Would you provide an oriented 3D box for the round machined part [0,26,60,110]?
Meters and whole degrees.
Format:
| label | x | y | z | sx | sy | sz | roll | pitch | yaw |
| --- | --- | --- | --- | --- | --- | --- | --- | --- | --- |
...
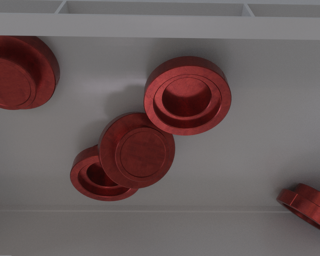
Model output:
| label | x | y | z | sx | sy | sz | roll | pitch | yaw |
| --- | --- | --- | --- | --- | --- | --- | --- | --- | --- |
| round machined part | -0.167 | -0.059 | 0.346 | 0.099 | 0.042 | 0.097 | 0 | 130 | 0 |

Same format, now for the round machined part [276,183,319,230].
| label | x | y | z | sx | sy | sz | roll | pitch | yaw |
| --- | --- | --- | --- | --- | --- | --- | --- | --- | --- |
| round machined part | 0.236 | 0.122 | 0.480 | 0.098 | 0.098 | 0.042 | 37 | 85 | -28 |

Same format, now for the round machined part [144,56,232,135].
| label | x | y | z | sx | sy | sz | roll | pitch | yaw |
| --- | --- | --- | --- | --- | --- | --- | --- | --- | --- |
| round machined part | 0.031 | -0.041 | 0.363 | 0.099 | 0.042 | 0.097 | 0 | 130 | 0 |

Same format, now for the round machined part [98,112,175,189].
| label | x | y | z | sx | sy | sz | roll | pitch | yaw |
| --- | --- | --- | --- | --- | --- | --- | --- | --- | --- |
| round machined part | -0.026 | 0.029 | 0.390 | 0.099 | 0.042 | 0.097 | -2 | 97 | -19 |

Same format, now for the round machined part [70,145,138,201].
| label | x | y | z | sx | sy | sz | roll | pitch | yaw |
| --- | --- | --- | --- | --- | --- | --- | --- | --- | --- |
| round machined part | -0.076 | 0.060 | 0.448 | 0.099 | 0.042 | 0.097 | 0 | 130 | 0 |
